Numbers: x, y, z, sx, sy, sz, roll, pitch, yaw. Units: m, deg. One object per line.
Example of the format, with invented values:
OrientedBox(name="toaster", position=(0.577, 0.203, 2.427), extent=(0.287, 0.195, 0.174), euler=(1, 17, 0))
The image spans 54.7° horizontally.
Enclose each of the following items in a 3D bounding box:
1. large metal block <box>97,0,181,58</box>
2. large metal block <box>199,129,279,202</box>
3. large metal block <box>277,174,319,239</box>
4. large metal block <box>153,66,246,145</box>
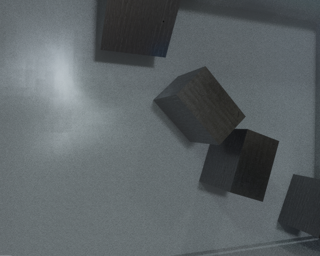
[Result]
OrientedBox(name="large metal block", position=(-0.028, -0.135, 0.366), extent=(0.081, 0.050, 0.079), euler=(2, 127, -20))
OrientedBox(name="large metal block", position=(0.104, 0.046, 0.420), extent=(0.050, 0.080, 0.080), euler=(19, 84, -19))
OrientedBox(name="large metal block", position=(0.237, 0.121, 0.469), extent=(0.050, 0.080, 0.080), euler=(25, 82, -19))
OrientedBox(name="large metal block", position=(0.048, -0.026, 0.399), extent=(0.050, 0.080, 0.080), euler=(-45, 104, -14))
